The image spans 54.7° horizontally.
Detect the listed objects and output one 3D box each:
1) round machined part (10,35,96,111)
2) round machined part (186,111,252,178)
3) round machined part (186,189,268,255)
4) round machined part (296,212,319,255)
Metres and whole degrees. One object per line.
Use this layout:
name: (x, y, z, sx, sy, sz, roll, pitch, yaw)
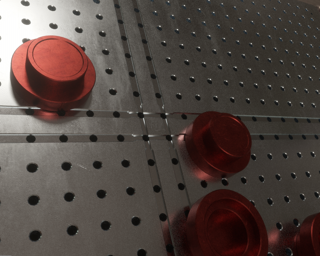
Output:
round machined part: (-0.126, -0.072, 0.374, 0.099, 0.042, 0.098, 14, 56, -21)
round machined part: (0.089, 0.017, 0.437, 0.099, 0.042, 0.098, 14, 56, -21)
round machined part: (0.074, 0.125, 0.362, 0.099, 0.042, 0.098, 14, 56, -21)
round machined part: (0.227, 0.167, 0.421, 0.099, 0.042, 0.098, 14, 56, -21)
